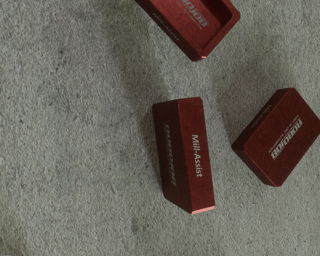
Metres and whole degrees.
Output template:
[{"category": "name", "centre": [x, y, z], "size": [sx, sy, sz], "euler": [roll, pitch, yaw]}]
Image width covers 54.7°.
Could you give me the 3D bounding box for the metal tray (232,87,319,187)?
[{"category": "metal tray", "centre": [0.182, 0.013, 0.473], "size": [0.090, 0.030, 0.130], "euler": [46, 76, -14]}]

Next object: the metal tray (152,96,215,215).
[{"category": "metal tray", "centre": [0.026, 0.030, 0.383], "size": [0.030, 0.090, 0.129], "euler": [-8, 93, -20]}]

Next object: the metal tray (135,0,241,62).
[{"category": "metal tray", "centre": [0.037, -0.167, 0.419], "size": [0.130, 0.030, 0.090], "euler": [44, 76, -15]}]
